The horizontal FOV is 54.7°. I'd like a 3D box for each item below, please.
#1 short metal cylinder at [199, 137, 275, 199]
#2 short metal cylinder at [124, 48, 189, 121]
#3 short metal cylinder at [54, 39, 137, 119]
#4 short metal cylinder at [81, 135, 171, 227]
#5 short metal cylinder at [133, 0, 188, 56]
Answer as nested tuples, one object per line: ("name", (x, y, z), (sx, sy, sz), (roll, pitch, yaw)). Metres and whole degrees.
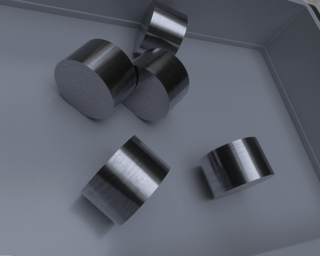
("short metal cylinder", (0.096, 0.052, 0.393), (0.081, 0.080, 0.050), (-8, 66, -32))
("short metal cylinder", (-0.009, -0.055, 0.401), (0.080, 0.080, 0.050), (42, 51, 0))
("short metal cylinder", (-0.075, -0.057, 0.366), (0.080, 0.080, 0.050), (38, 51, -3))
("short metal cylinder", (-0.035, 0.053, 0.320), (0.050, 0.080, 0.080), (42, 51, 0))
("short metal cylinder", (-0.001, -0.139, 0.457), (0.050, 0.080, 0.080), (19, 54, -18))
